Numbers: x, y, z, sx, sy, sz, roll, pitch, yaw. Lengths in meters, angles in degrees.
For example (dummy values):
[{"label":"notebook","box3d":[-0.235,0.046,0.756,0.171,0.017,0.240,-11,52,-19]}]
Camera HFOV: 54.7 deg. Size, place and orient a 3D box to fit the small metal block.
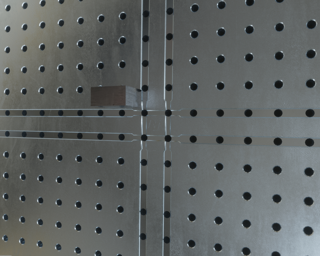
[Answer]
[{"label":"small metal block","box3d":[-0.058,-0.041,0.419,0.050,0.050,0.025,0,90,19]}]
